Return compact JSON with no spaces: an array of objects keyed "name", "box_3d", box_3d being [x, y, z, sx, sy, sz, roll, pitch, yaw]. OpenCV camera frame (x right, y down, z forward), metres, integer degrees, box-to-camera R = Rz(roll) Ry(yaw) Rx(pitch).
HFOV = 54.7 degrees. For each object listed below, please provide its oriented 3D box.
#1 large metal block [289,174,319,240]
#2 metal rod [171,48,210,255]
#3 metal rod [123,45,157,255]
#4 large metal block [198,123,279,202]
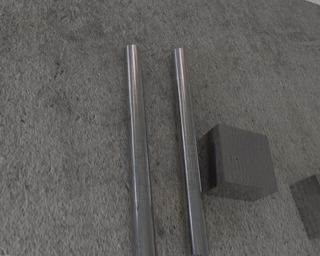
[{"name":"large metal block","box_3d":[0.250,0.113,0.453,0.081,0.050,0.080,2,61,-27]},{"name":"metal rod","box_3d":[0.036,0.011,0.416,0.025,0.025,0.299,11,57,-22]},{"name":"metal rod","box_3d":[-0.027,0.018,0.377,0.025,0.025,0.299,8,58,-24]},{"name":"large metal block","box_3d":[0.101,0.048,0.413,0.081,0.050,0.080,13,56,-21]}]
